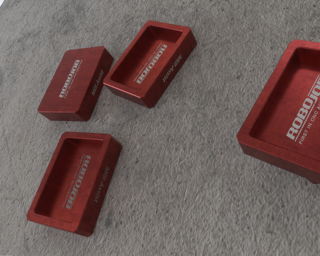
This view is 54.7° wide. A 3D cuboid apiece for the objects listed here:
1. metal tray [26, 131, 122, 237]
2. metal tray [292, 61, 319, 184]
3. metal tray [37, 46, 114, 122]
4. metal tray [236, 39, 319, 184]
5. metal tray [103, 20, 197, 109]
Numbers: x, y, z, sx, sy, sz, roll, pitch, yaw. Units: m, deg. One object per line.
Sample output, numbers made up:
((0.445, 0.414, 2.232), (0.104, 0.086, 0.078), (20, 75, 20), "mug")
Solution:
((-0.113, 0.070, 0.416), (0.090, 0.030, 0.130), (2, 63, 29), "metal tray")
((0.188, -0.013, 0.310), (0.090, 0.030, 0.130), (-8, 58, 24), "metal tray")
((-0.140, -0.075, 0.520), (0.090, 0.030, 0.130), (2, 63, 29), "metal tray")
((0.145, -0.021, 0.297), (0.090, 0.030, 0.130), (23, 74, 36), "metal tray")
((-0.015, -0.100, 0.470), (0.090, 0.030, 0.130), (24, 75, 36), "metal tray")
